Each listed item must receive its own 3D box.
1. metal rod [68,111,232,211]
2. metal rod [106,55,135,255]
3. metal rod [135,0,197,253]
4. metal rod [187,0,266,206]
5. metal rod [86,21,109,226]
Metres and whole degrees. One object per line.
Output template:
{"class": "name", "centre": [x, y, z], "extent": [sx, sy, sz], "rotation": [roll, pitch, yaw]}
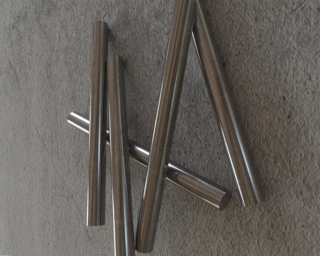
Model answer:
{"class": "metal rod", "centre": [-0.036, 0.032, 0.435], "extent": [0.300, 0.025, 0.025], "rotation": [24, 105, 37]}
{"class": "metal rod", "centre": [-0.054, 0.038, 0.412], "extent": [0.025, 0.025, 0.299], "rotation": [-21, 65, 38]}
{"class": "metal rod", "centre": [0.004, 0.005, 0.367], "extent": [0.025, 0.025, 0.298], "rotation": [16, 100, 39]}
{"class": "metal rod", "centre": [0.061, -0.063, 0.354], "extent": [0.025, 0.025, 0.299], "rotation": [-23, 75, 37]}
{"class": "metal rod", "centre": [-0.090, -0.015, 0.451], "extent": [0.025, 0.025, 0.299], "rotation": [-11, 74, 39]}
